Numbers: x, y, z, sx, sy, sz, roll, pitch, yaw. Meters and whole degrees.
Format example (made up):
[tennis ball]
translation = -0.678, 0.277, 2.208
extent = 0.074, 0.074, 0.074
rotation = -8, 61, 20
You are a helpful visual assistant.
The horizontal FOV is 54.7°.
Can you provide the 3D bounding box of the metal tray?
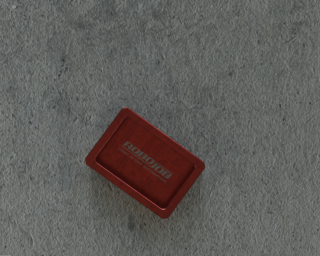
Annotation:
[metal tray]
translation = -0.019, 0.045, 0.408
extent = 0.130, 0.030, 0.090
rotation = 36, 90, -1
